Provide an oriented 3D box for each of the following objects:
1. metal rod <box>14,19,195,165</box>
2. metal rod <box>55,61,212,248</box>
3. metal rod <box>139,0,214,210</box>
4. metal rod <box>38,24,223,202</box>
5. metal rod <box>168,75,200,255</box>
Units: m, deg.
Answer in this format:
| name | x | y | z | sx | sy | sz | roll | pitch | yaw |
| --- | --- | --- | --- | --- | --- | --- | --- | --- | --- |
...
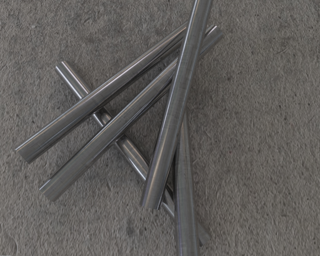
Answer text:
| name | x | y | z | sx | sy | sz | roll | pitch | yaw |
| --- | --- | --- | --- | --- | --- | --- | --- | --- | --- |
| metal rod | -0.053 | -0.061 | 0.408 | 0.025 | 0.025 | 0.301 | 42 | 67 | 14 |
| metal rod | -0.043 | 0.024 | 0.398 | 0.025 | 0.025 | 0.300 | -37 | 74 | -12 |
| metal rod | 0.026 | -0.053 | 0.377 | 0.025 | 0.025 | 0.299 | 14 | 80 | 5 |
| metal rod | -0.026 | -0.028 | 0.389 | 0.025 | 0.025 | 0.301 | 42 | 76 | 13 |
| metal rod | 0.027 | 0.047 | 0.370 | 0.025 | 0.025 | 0.299 | -2 | 62 | -1 |
